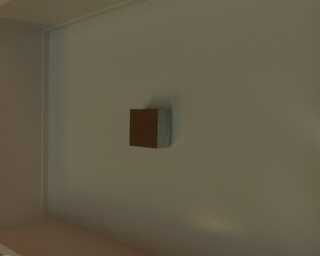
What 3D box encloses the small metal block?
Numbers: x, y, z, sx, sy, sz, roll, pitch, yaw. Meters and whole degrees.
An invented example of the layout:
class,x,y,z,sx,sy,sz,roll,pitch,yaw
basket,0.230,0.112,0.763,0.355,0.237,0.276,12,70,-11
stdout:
class,x,y,z,sx,sy,sz,roll,pitch,yaw
small metal block,-0.014,0.000,0.415,0.050,0.025,0.050,2,92,40
